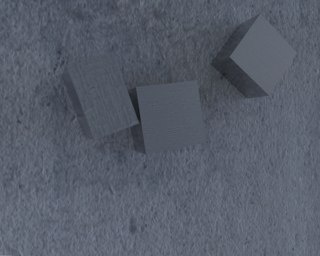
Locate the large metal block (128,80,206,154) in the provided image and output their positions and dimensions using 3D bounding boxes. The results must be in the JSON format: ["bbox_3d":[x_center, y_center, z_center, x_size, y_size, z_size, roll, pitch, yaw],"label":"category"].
[{"bbox_3d":[0.006,-0.015,0.399,0.081,0.050,0.079,-10,94,-20],"label":"large metal block"}]

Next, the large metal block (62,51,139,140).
[{"bbox_3d":[-0.071,-0.034,0.354,0.050,0.080,0.080,-22,98,-19],"label":"large metal block"}]

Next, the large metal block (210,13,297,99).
[{"bbox_3d":[0.135,-0.100,0.447,0.080,0.050,0.080,39,77,-16],"label":"large metal block"}]
